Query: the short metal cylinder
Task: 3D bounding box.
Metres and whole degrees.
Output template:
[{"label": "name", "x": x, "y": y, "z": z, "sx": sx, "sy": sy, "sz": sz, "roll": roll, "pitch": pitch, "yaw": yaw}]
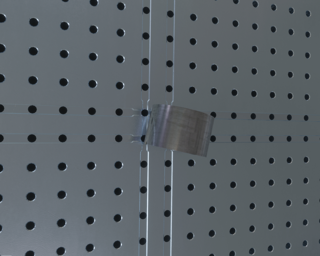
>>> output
[{"label": "short metal cylinder", "x": 0.024, "y": 0.004, "z": 0.392, "sx": 0.081, "sy": 0.080, "sz": 0.050, "roll": 14, "pitch": 86, "yaw": -20}]
